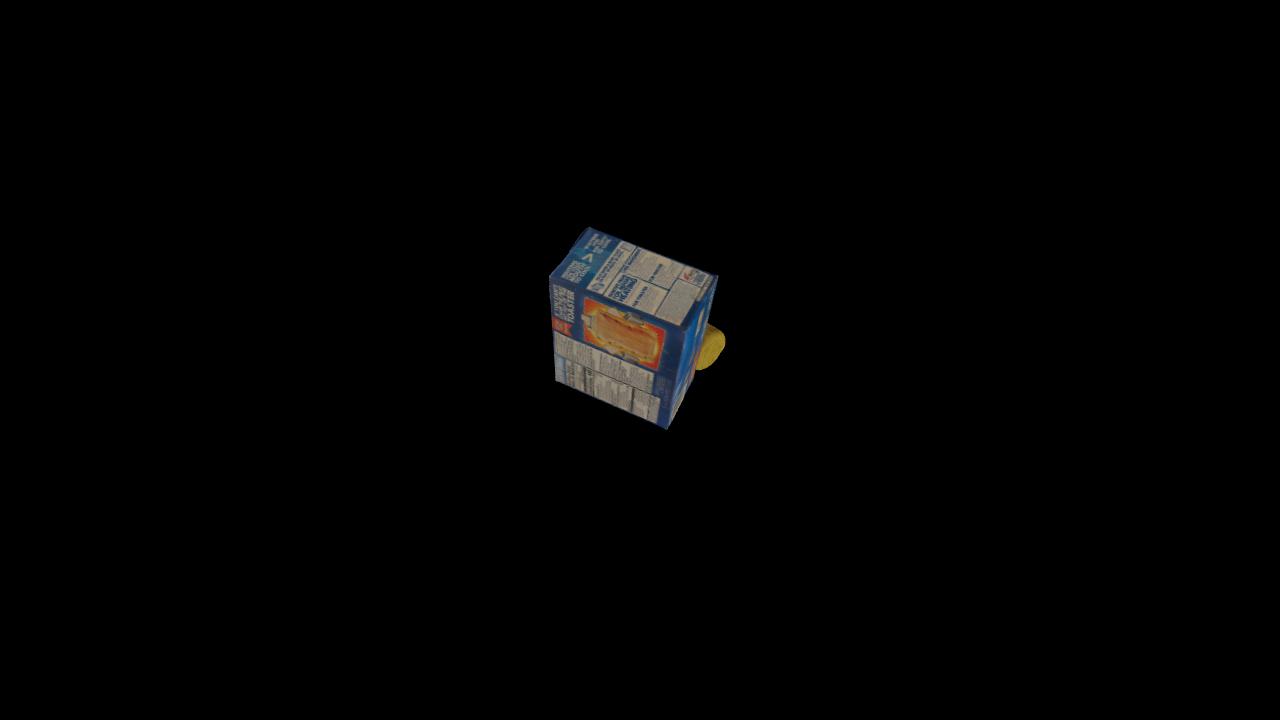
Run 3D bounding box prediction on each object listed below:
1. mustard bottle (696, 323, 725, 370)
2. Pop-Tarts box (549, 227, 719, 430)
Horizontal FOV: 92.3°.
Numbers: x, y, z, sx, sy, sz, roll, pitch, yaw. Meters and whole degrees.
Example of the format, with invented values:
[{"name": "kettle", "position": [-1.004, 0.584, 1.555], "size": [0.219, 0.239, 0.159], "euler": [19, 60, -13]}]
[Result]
[{"name": "mustard bottle", "position": [0.014, -0.060, 0.746], "size": [0.184, 0.054, 0.092], "euler": [36, 16, 19]}, {"name": "Pop-Tarts box", "position": [-0.010, -0.028, 0.631], "size": [0.141, 0.083, 0.167], "euler": [22, -37, 12]}]
